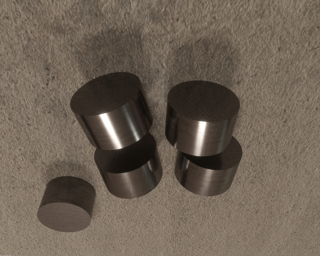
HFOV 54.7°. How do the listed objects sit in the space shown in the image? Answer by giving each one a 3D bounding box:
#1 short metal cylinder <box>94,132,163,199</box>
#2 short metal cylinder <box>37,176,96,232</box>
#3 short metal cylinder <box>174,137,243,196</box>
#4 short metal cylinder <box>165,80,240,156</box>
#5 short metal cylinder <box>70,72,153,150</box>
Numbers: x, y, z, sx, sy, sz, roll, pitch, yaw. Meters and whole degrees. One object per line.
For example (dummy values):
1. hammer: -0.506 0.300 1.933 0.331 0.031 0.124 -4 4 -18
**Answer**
1. short metal cylinder: -0.040 0.046 0.410 0.080 0.080 0.050 -7 130 6
2. short metal cylinder: -0.147 0.122 0.493 0.081 0.050 0.079 0 130 0
3. short metal cylinder: 0.062 0.042 0.408 0.081 0.080 0.050 4 130 -4
4. short metal cylinder: 0.047 -0.013 0.361 0.081 0.080 0.050 2 130 -2
5. short metal cylinder: -0.053 -0.021 0.353 0.080 0.080 0.050 -11 129 9
